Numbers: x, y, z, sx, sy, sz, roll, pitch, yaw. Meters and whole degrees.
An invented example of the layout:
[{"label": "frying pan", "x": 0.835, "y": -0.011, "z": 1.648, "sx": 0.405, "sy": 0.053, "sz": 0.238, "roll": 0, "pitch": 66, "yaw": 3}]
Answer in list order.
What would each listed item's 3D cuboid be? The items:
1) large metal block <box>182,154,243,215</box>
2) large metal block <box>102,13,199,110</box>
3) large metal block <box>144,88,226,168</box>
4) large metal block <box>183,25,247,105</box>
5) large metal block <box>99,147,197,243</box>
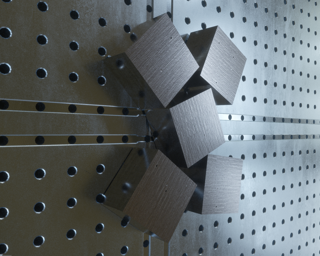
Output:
[{"label": "large metal block", "x": 0.073, "y": 0.080, "z": 0.453, "sx": 0.081, "sy": 0.050, "sz": 0.080, "roll": 12, "pitch": 83, "yaw": -40}, {"label": "large metal block", "x": -0.009, "y": -0.080, "z": 0.384, "sx": 0.080, "sy": 0.050, "sz": 0.080, "roll": -51, "pitch": 120, "yaw": -27}, {"label": "large metal block", "x": 0.036, "y": -0.002, "z": 0.421, "sx": 0.081, "sy": 0.050, "sz": 0.080, "roll": -28, "pitch": 108, "yaw": -36}, {"label": "large metal block", "x": 0.075, "y": -0.087, "z": 0.453, "sx": 0.080, "sy": 0.050, "sz": 0.080, "roll": 33, "pitch": 70, "yaw": -38}, {"label": "large metal block", "x": -0.012, "y": 0.080, "z": 0.380, "sx": 0.080, "sy": 0.050, "sz": 0.080, "roll": 45, "pitch": 63, "yaw": -30}]
